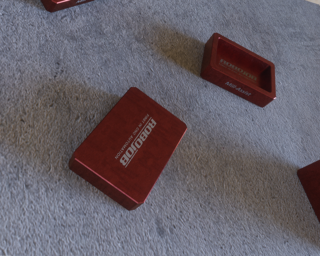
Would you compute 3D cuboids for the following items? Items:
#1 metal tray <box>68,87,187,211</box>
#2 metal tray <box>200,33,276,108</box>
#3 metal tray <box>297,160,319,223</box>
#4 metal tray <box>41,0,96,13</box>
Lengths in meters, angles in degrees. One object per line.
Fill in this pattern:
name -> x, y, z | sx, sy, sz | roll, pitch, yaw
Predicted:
metal tray -> -0.033, 0.020, 0.371 | 0.090, 0.030, 0.130 | 37, 51, -4
metal tray -> 0.137, -0.100, 0.534 | 0.131, 0.030, 0.090 | 23, 53, -14
metal tray -> 0.264, 0.104, 0.440 | 0.030, 0.090, 0.130 | -3, 63, -30
metal tray -> -0.123, -0.230, 0.449 | 0.131, 0.030, 0.090 | -34, 101, -34
